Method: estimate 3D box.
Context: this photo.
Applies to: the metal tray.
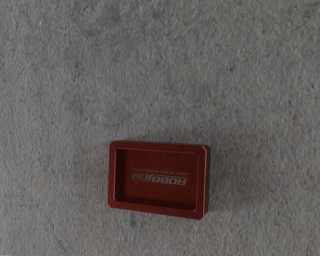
[{"bbox_3d":[-0.002,0.064,0.406,0.130,0.030,0.089,2,91,19],"label":"metal tray"}]
